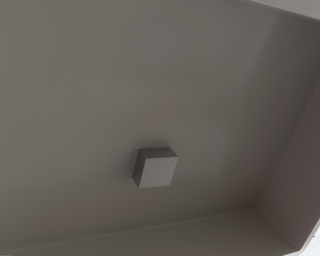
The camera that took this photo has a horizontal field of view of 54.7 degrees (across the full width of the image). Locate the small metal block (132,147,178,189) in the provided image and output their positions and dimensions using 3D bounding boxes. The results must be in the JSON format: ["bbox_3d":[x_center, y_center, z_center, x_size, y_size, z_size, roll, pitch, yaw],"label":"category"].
[{"bbox_3d":[-0.007,0.056,0.441,0.050,0.025,0.050,0,119,-29],"label":"small metal block"}]
